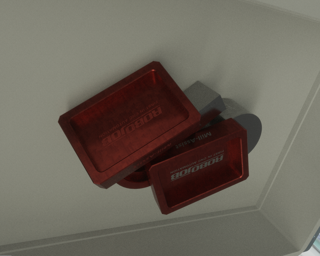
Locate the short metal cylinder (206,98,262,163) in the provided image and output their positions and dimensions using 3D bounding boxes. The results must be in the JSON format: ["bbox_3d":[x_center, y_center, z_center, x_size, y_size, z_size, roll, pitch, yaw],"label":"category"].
[{"bbox_3d":[0.098,0.004,0.448,0.081,0.050,0.079,-14,125,-21],"label":"short metal cylinder"}]

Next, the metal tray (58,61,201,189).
[{"bbox_3d":[-0.032,-0.005,0.342,0.131,0.090,0.030,-32,161,-8],"label":"metal tray"}]

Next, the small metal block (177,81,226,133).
[{"bbox_3d":[0.048,-0.029,0.400,0.050,0.050,0.025,-38,130,-5],"label":"small metal block"}]

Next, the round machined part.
[{"bbox_3d":[-0.025,0.028,0.402,0.099,0.042,0.097,-14,125,-21],"label":"round machined part"}]

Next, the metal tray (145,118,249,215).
[{"bbox_3d":[0.050,0.050,0.402,0.131,0.030,0.089,-21,126,-11],"label":"metal tray"}]
